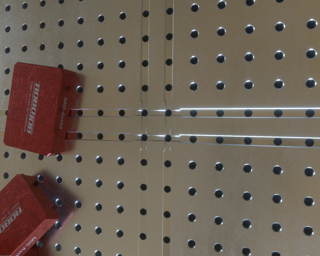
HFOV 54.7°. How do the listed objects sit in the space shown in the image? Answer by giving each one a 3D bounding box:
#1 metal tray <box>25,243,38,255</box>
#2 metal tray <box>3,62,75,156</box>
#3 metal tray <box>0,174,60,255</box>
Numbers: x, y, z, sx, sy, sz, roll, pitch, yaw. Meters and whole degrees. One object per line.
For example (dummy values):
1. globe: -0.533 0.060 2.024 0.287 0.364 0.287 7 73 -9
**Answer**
1. metal tray: -0.255 0.225 0.497 0.130 0.030 0.090 -19 84 18
2. metal tray: -0.185 -0.030 0.473 0.090 0.030 0.129 11 94 19
3. metal tray: -0.225 0.145 0.465 0.130 0.030 0.090 -46 66 1
